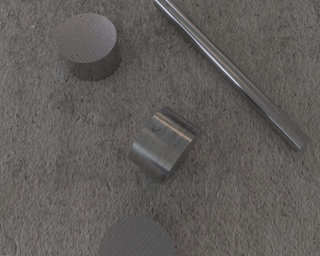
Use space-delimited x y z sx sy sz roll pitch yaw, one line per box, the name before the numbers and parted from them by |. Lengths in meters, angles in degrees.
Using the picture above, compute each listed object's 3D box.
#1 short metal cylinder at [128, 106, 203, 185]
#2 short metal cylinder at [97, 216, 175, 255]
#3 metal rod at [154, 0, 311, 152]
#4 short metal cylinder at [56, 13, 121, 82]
short metal cylinder | 0.007 0.021 0.371 0.050 0.080 0.080 36 74 12
short metal cylinder | -0.025 0.140 0.343 0.081 0.050 0.080 0 70 0
metal rod | 0.093 -0.088 0.440 0.025 0.025 0.300 -36 74 -12
short metal cylinder | -0.098 -0.113 0.435 0.081 0.050 0.080 0 70 0
